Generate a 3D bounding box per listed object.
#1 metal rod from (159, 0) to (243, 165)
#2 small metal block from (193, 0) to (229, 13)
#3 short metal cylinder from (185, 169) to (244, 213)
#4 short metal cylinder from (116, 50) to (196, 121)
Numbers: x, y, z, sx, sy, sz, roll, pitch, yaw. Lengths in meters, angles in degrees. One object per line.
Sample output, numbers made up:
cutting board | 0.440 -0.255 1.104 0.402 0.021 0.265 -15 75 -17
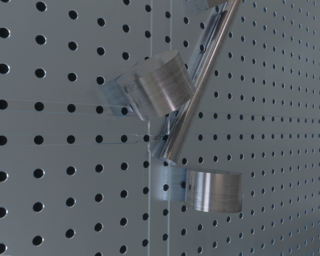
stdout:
metal rod | 0.068 -0.085 0.465 0.025 0.025 0.300 37 67 -34
small metal block | 0.073 -0.208 0.470 0.050 0.025 0.050 -34 111 -35
short metal cylinder | 0.076 0.086 0.437 0.081 0.080 0.050 7 86 -40
short metal cylinder | -0.004 -0.052 0.370 0.080 0.080 0.050 -43 116 -32
